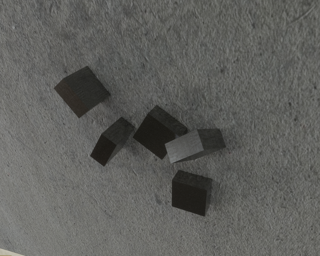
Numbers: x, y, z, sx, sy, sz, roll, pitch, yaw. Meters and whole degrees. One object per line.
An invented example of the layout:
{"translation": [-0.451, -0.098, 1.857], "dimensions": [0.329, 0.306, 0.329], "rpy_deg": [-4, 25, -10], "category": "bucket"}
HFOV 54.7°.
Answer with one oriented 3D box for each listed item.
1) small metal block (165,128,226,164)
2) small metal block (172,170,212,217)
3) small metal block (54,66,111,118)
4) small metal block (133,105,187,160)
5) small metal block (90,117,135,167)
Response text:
{"translation": [0.043, 0.022, 0.377], "dimensions": [0.050, 0.050, 0.025], "rpy_deg": [-27, 73, 37], "category": "small metal block"}
{"translation": [0.045, 0.092, 0.440], "dimensions": [0.050, 0.025, 0.050], "rpy_deg": [13, 124, 21], "category": "small metal block"}
{"translation": [-0.103, -0.049, 0.415], "dimensions": [0.025, 0.050, 0.050], "rpy_deg": [-31, 101, 38], "category": "small metal block"}
{"translation": [-0.001, 0.006, 0.411], "dimensions": [0.050, 0.025, 0.050], "rpy_deg": [37, 129, 3], "category": "small metal block"}
{"translation": [-0.067, 0.019, 0.438], "dimensions": [0.025, 0.050, 0.050], "rpy_deg": [37, 129, 3], "category": "small metal block"}
